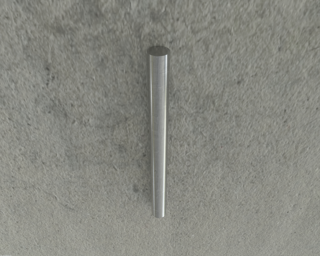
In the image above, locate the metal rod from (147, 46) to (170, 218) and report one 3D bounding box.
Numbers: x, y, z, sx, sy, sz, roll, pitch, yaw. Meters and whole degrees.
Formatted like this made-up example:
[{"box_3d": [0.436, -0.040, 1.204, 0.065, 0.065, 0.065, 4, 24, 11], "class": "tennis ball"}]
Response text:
[{"box_3d": [-0.002, 0.030, 0.432, 0.025, 0.025, 0.298, 0, 130, 0], "class": "metal rod"}]
